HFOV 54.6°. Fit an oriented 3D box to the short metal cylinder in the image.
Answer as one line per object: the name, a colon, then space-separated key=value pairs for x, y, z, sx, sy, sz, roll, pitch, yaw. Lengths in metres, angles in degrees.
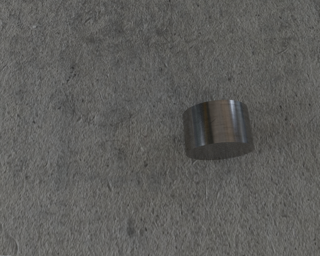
short metal cylinder: x=0.070 y=0.005 z=0.377 sx=0.080 sy=0.080 sz=0.050 roll=-3 pitch=70 yaw=-1
